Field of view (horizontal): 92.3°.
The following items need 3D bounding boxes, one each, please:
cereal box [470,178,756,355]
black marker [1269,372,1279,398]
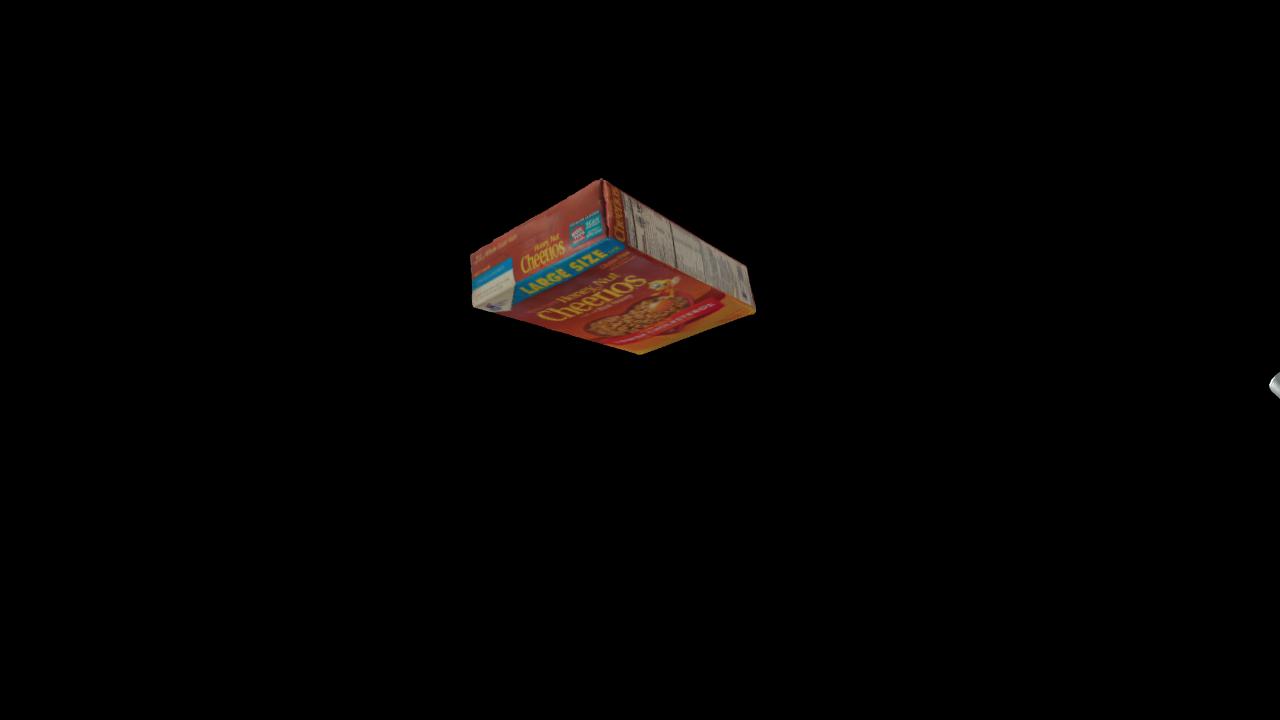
[{"bbox_3d":[-0.021,-0.090,0.745,0.203,0.081,0.306,-19,-20,33],"label":"cereal box"},{"bbox_3d":[0.294,0.047,0.234,0.020,0.020,0.121,0,40,4],"label":"black marker"}]
